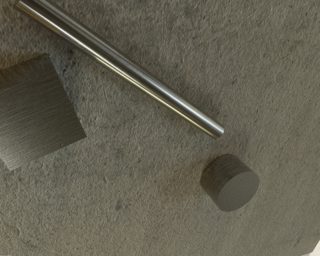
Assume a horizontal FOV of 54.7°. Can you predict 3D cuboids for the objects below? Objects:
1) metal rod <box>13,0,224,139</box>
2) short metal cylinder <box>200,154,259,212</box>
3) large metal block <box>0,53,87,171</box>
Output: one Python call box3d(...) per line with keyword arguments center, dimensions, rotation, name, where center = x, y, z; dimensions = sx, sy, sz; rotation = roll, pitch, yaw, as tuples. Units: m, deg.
box3d(center=(-0.019, -0.055, 0.362), dimensions=(0.301, 0.025, 0.025), rotation=(30, 102, -38), name="metal rod")
box3d(center=(0.114, 0.090, 0.508), dimensions=(0.081, 0.050, 0.079), rotation=(-14, 124, -21), name="short metal cylinder")
box3d(center=(-0.131, -0.017, 0.309), dimensions=(0.080, 0.050, 0.080), rotation=(-25, 128, -13), name="large metal block")
